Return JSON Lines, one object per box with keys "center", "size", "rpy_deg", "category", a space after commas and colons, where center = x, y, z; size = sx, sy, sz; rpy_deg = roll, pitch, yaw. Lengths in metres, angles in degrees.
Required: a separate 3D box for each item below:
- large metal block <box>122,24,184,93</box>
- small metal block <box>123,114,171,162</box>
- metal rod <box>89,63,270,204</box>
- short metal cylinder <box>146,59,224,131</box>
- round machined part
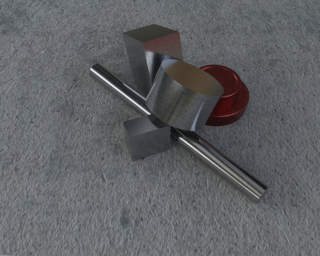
{"center": [-0.008, -0.095, 0.435], "size": [0.050, 0.080, 0.080], "rpy_deg": [-22, 32, -16], "category": "large metal block"}
{"center": [-0.016, 0.011, 0.380], "size": [0.050, 0.050, 0.025], "rpy_deg": [-16, 52, -14], "category": "small metal block"}
{"center": [0.008, -0.007, 0.411], "size": [0.300, 0.025, 0.025], "rpy_deg": [38, 59, 27], "category": "metal rod"}
{"center": [0.029, -0.041, 0.375], "size": [0.080, 0.050, 0.080], "rpy_deg": [19, 31, -12], "category": "short metal cylinder"}
{"center": [0.077, -0.053, 0.438], "size": [0.099, 0.042, 0.098], "rpy_deg": [0, 50, 0], "category": "round machined part"}
